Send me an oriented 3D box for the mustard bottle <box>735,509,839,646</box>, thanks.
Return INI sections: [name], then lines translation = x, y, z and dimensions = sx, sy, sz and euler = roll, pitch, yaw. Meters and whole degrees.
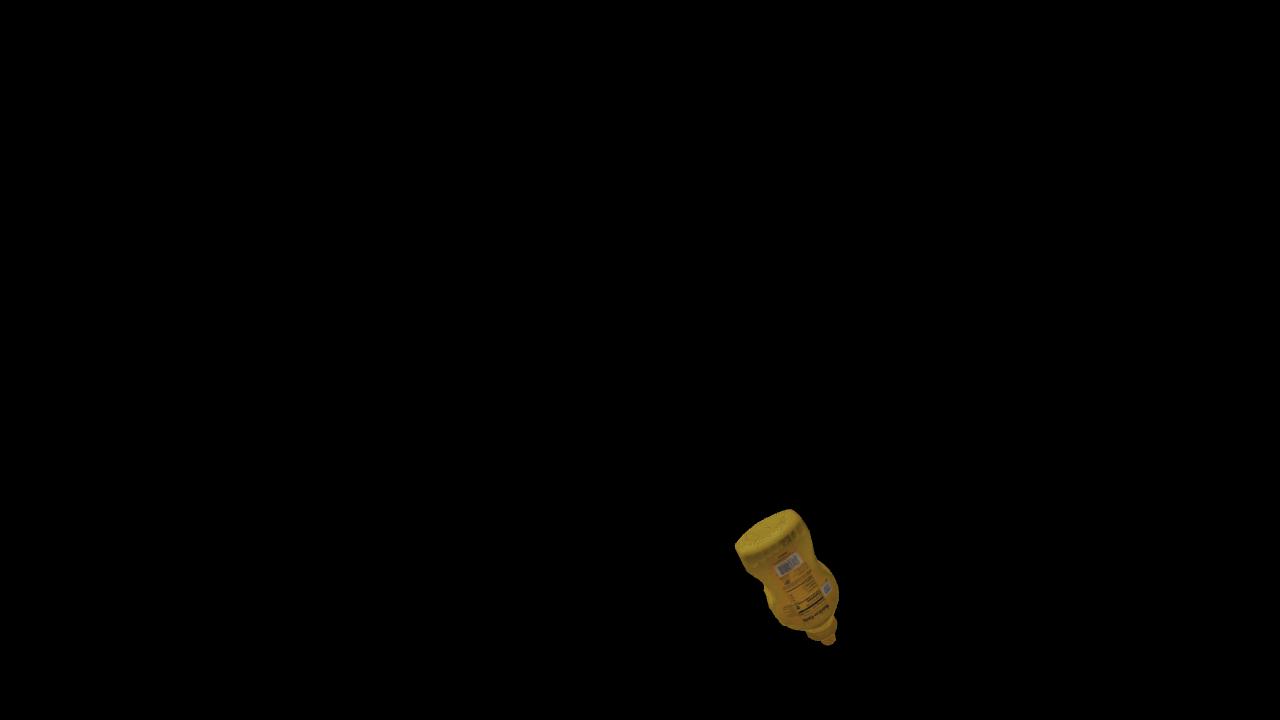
[mustard bottle]
translation = 0.197, 0.282, 0.763
dimensions = 0.092, 0.184, 0.054
euler = -33, 13, -9
